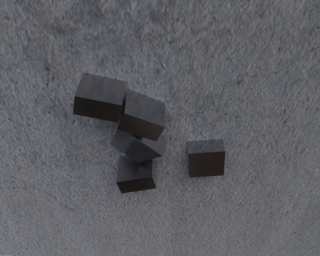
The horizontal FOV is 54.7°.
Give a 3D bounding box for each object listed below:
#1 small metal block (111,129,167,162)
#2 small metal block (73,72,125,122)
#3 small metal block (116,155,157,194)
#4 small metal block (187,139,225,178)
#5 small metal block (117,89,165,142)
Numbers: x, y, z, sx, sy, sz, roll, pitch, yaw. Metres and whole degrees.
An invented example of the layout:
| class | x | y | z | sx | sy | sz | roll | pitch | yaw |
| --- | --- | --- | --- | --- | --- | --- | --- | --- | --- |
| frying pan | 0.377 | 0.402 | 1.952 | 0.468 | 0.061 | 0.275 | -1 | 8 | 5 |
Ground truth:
| class | x | y | z | sx | sy | sz | roll | pitch | yaw |
| --- | --- | --- | --- | --- | --- | --- | --- | --- | --- |
| small metal block | -0.028 | 0.019 | 0.412 | 0.050 | 0.025 | 0.050 | 37 | 144 | -28 |
| small metal block | -0.069 | -0.036 | 0.359 | 0.050 | 0.050 | 0.025 | 11 | 129 | -10 |
| small metal block | -0.032 | 0.063 | 0.444 | 0.050 | 0.050 | 0.025 | -10 | 130 | 8 |
| small metal block | 0.066 | 0.044 | 0.446 | 0.050 | 0.025 | 0.050 | -4 | 130 | 3 |
| small metal block | -0.022 | -0.016 | 0.377 | 0.050 | 0.050 | 0.025 | 19 | 127 | -16 |
